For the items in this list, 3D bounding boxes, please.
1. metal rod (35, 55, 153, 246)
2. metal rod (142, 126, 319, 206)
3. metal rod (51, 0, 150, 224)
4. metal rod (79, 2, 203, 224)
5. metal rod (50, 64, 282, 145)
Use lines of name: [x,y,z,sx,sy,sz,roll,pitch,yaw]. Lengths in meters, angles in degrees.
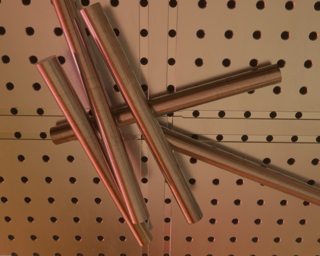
metal rod: [-0.075,0.048,0.409,0.025,0.025,0.299,-19,117,7]
metal rod: [0.119,0.057,0.434,0.301,0.025,0.025,21,109,-8]
metal rod: [-0.071,-0.021,0.380,0.025,0.025,0.299,-17,100,6]
metal rod: [-0.014,-0.004,0.383,0.025,0.025,0.299,-23,108,8]
metal rod: [0.003,-0.029,0.402,0.301,0.025,0.025,-15,110,5]
